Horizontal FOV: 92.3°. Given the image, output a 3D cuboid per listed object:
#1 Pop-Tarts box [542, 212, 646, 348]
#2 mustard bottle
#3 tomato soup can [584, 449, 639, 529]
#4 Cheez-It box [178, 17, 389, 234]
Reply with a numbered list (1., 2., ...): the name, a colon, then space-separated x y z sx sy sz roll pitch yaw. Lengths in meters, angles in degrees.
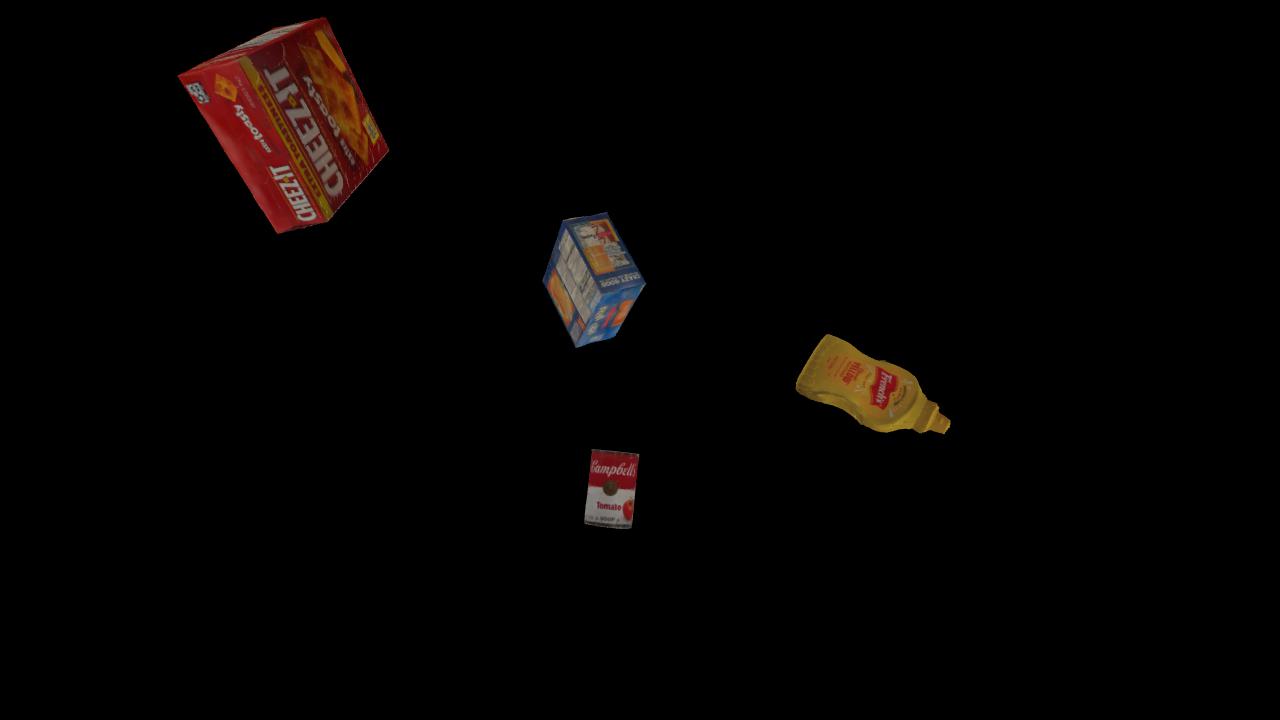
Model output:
1. Pop-Tarts box: -0.078 -0.125 0.987 0.083 0.141 0.167 -19 -19 -28
2. mustard bottle: 0.300 0.042 0.781 0.184 0.092 0.054 29 -25 23
3. tomato soup can: -0.039 0.177 0.845 0.068 0.101 0.068 6 -10 1
4. Cheez-It box: -0.376 -0.268 0.684 0.071 0.166 0.223 -11 38 7
